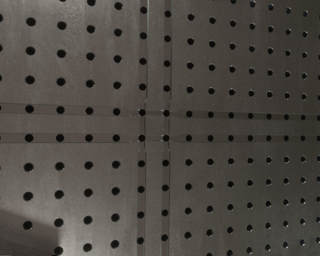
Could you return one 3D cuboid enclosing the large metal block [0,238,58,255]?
[{"bbox_3d":[-0.166,0.176,0.339,0.080,0.050,0.080,27,81,-18],"label":"large metal block"}]
